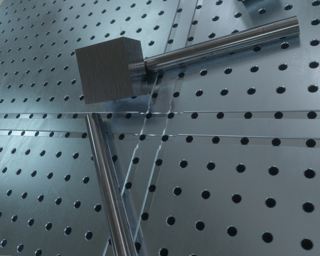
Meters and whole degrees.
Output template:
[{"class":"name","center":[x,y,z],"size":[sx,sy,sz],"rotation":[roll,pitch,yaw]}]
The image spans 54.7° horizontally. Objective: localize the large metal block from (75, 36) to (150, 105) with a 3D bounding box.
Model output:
[{"class":"large metal block","center":[-0.068,-0.081,0.452],"size":[0.080,0.050,0.079],"rotation":[-7,95,24]}]

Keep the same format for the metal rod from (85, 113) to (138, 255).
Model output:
[{"class":"metal rod","center":[-0.056,0.096,0.377],"size":[0.025,0.025,0.299],"rotation":[-29,52,9]}]

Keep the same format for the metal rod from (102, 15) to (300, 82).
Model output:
[{"class":"metal rod","center":[0.039,-0.106,0.451],"size":[0.301,0.025,0.025],"rotation":[-11,57,22]}]
